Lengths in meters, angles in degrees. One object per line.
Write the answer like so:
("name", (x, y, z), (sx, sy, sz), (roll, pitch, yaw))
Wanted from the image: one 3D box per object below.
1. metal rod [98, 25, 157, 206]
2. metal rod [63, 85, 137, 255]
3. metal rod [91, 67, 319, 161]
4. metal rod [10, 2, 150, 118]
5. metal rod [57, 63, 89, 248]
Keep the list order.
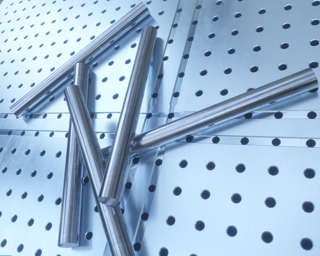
("metal rod", (-0.036, -0.040, 0.426), (0.025, 0.025, 0.300), (-9, 51, 23))
("metal rod", (-0.073, 0.063, 0.380), (0.025, 0.025, 0.299), (-30, 60, 9))
("metal rod", (0.039, -0.005, 0.389), (0.301, 0.025, 0.025), (-21, 54, 15))
("metal rod", (-0.143, -0.121, 0.554), (0.300, 0.025, 0.025), (-38, 51, 2))
("metal rod", (-0.124, 0.019, 0.459), (0.025, 0.025, 0.299), (-18, 55, 18))
